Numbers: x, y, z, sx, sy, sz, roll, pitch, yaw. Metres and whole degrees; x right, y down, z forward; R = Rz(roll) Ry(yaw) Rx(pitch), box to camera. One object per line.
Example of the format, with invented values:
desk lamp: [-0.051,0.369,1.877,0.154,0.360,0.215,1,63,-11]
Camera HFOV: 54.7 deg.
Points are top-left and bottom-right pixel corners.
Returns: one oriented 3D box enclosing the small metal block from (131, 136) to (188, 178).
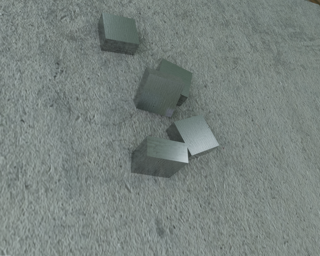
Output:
small metal block: [-0.002,0.036,0.365,0.050,0.050,0.025,12,57,-22]

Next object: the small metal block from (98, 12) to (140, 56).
small metal block: [-0.061,-0.137,0.454,0.050,0.025,0.050,2,61,-27]

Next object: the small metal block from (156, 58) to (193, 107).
small metal block: [0.017,-0.066,0.453,0.050,0.025,0.050,24,53,-14]

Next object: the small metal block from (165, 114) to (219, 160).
small metal block: [0.044,0.014,0.419,0.050,0.025,0.050,-16,70,-34]

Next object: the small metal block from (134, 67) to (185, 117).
small metal block: [-0.002,-0.047,0.412,0.050,0.050,0.025,14,26,-21]
